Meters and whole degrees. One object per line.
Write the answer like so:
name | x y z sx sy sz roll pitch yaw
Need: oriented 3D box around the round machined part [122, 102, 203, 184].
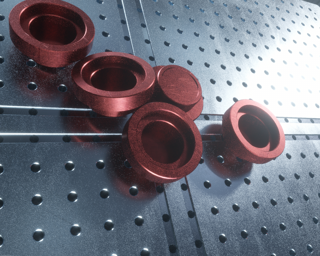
round machined part | 0.000 0.021 0.381 0.099 0.042 0.098 12 61 -22

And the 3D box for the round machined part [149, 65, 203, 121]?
round machined part | 0.019 -0.050 0.438 0.099 0.042 0.098 14 56 -21

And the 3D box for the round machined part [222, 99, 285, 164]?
round machined part | 0.134 0.009 0.463 0.099 0.042 0.098 13 56 -21

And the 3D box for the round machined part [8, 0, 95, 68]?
round machined part | -0.135 -0.115 0.390 0.099 0.042 0.098 11 53 -15

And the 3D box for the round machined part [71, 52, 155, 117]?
round machined part | -0.057 -0.051 0.383 0.099 0.042 0.098 4 43 -4
